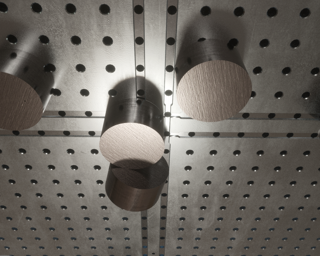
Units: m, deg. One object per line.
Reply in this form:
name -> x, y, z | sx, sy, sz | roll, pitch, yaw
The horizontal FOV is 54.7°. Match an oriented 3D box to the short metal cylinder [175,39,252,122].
short metal cylinder -> 0.058, -0.053, 0.351 | 0.081, 0.050, 0.079 | 0, 130, 0

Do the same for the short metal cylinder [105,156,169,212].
short metal cylinder -> -0.033, 0.069, 0.434 | 0.081, 0.080, 0.050 | 11, 129, -10

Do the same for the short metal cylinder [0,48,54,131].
short metal cylinder -> -0.169, -0.043, 0.356 | 0.081, 0.050, 0.079 | -1, 130, 0

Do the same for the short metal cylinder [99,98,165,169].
short metal cylinder -> -0.035, 0.008, 0.402 | 0.081, 0.050, 0.079 | 0, 130, 0
